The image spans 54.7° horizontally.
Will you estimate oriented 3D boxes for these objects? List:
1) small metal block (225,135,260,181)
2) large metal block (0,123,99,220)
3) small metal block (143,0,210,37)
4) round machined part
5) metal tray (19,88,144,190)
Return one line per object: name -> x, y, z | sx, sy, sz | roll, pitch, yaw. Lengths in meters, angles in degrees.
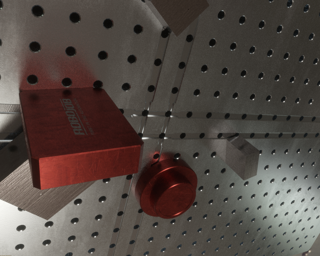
small metal block -> 0.131, 0.047, 0.499 | 0.025, 0.050, 0.050 | -18, 126, -18
large metal block -> -0.129, 0.047, 0.348 | 0.080, 0.050, 0.080 | -39, 133, 4
small metal block -> 0.018, -0.138, 0.337 | 0.050, 0.025, 0.050 | -44, 130, 2
round machined part -> 0.016, 0.099, 0.472 | 0.099, 0.042, 0.097 | -14, 125, -21
metal tray -> -0.082, 0.001, 0.300 | 0.091, 0.130, 0.030 | -6, 121, -26
